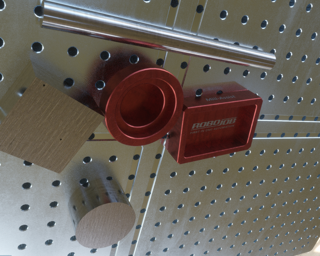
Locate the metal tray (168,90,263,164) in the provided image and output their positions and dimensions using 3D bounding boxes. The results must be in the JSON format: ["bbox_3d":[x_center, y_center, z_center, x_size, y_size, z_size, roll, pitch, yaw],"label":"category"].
[{"bbox_3d":[0.080,-0.003,0.449,0.131,0.030,0.089,-9,123,-24],"label":"metal tray"}]

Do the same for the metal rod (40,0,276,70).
[{"bbox_3d":[0.022,-0.099,0.361,0.302,0.025,0.025,3,117,-30],"label":"metal rod"}]

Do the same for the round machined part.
[{"bbox_3d":[-0.025,-0.030,0.366,0.099,0.042,0.097,-16,126,-23],"label":"round machined part"}]

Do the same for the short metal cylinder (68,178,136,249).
[{"bbox_3d":[-0.080,0.116,0.423,0.081,0.050,0.079,-14,124,-21],"label":"short metal cylinder"}]

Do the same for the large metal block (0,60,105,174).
[{"bbox_3d":[-0.120,-0.010,0.324,0.080,0.050,0.080,34,100,-38],"label":"large metal block"}]
